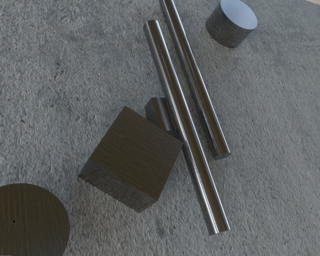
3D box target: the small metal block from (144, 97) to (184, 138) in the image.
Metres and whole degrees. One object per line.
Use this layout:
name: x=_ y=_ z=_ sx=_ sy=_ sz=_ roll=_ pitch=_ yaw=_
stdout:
small metal block: x=0.012 y=-0.013 z=0.418 sx=0.050 sy=0.025 sz=0.050 roll=-1 pitch=62 yaw=-29

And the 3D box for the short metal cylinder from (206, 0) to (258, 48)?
short metal cylinder: x=0.133 y=-0.197 z=0.580 sx=0.081 sy=0.050 sz=0.080 roll=14 pitch=56 yaw=-21

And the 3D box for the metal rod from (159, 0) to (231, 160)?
metal rod: x=0.048 y=-0.093 z=0.486 sx=0.025 sy=0.025 sz=0.299 roll=-2 pitch=63 yaw=-29

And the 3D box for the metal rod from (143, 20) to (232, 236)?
metal rod: x=0.027 y=-0.018 z=0.396 sx=0.025 sy=0.025 sz=0.299 roll=-3 pitch=63 yaw=-30

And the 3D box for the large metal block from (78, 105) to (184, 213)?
large metal block: x=-0.031 y=0.035 z=0.349 sx=0.080 sy=0.050 sz=0.080 roll=33 pitch=51 yaw=-7

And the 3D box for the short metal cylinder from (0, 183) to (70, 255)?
short metal cylinder: x=-0.123 y=0.094 z=0.264 sx=0.081 sy=0.050 sz=0.080 roll=14 pitch=56 yaw=-21
